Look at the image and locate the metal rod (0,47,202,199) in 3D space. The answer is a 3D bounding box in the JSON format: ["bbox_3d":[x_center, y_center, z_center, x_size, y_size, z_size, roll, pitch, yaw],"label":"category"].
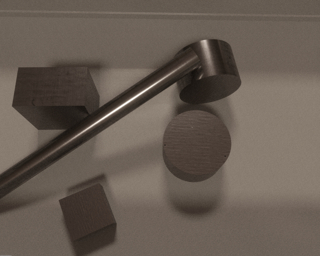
[{"bbox_3d":[-0.084,-0.001,0.369,0.301,0.025,0.025,-33,73,3],"label":"metal rod"}]

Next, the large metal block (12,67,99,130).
[{"bbox_3d":[-0.125,-0.035,0.392,0.081,0.080,0.050,-1,70,-1],"label":"large metal block"}]

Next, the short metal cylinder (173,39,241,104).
[{"bbox_3d":[0.060,-0.071,0.407,0.081,0.080,0.050,-9,71,-4],"label":"short metal cylinder"}]

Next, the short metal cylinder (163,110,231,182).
[{"bbox_3d":[0.044,0.024,0.388,0.081,0.050,0.080,0,70,0],"label":"short metal cylinder"}]

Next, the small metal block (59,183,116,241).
[{"bbox_3d":[-0.086,0.101,0.372,0.050,0.025,0.050,-22,72,-8],"label":"small metal block"}]
